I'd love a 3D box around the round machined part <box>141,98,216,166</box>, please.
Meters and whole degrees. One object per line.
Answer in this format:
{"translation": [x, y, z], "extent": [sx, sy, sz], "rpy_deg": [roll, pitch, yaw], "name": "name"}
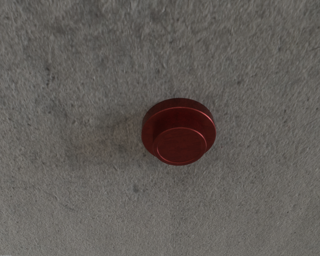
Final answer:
{"translation": [0.025, 0.012, 0.407], "extent": [0.099, 0.042, 0.097], "rpy_deg": [-1, 130, 0], "name": "round machined part"}
